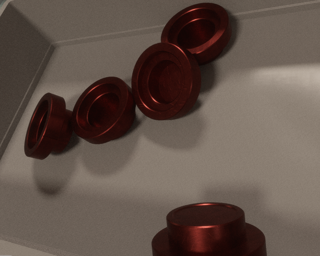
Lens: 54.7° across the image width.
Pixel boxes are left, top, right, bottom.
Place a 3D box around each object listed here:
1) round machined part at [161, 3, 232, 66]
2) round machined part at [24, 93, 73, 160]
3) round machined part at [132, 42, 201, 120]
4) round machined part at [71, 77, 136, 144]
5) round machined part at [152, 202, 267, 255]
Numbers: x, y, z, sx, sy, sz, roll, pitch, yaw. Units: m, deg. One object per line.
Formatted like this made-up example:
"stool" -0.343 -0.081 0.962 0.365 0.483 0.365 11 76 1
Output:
"round machined part" 0.055 -0.128 0.444 0.098 0.042 0.098 -13 56 20
"round machined part" -0.162 0.000 0.461 0.098 0.042 0.098 -28 51 43
"round machined part" 0.012 -0.059 0.405 0.098 0.042 0.097 2 93 39
"round machined part" -0.074 -0.021 0.441 0.098 0.042 0.098 -15 56 25
"round machined part" 0.042 0.096 0.274 0.098 0.098 0.042 -5 92 25
